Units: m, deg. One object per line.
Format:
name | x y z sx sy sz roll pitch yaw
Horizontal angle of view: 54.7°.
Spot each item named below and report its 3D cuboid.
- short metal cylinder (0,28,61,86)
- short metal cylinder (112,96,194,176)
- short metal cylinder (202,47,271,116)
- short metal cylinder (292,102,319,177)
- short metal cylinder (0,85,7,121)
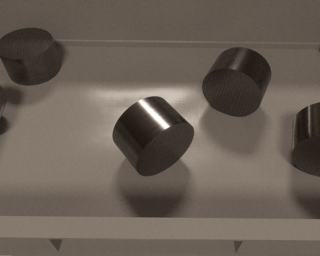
short metal cylinder | -0.201 -0.111 0.480 0.081 0.050 0.080 0 50 0
short metal cylinder | -0.007 0.010 0.361 0.081 0.080 0.050 -29 56 -22
short metal cylinder | 0.105 -0.062 0.423 0.080 0.080 0.050 21 53 16
short metal cylinder | 0.197 0.015 0.360 0.080 0.080 0.050 13 51 10
short metal cylinder | -0.242 -0.027 0.389 0.081 0.080 0.050 -3 50 -3
